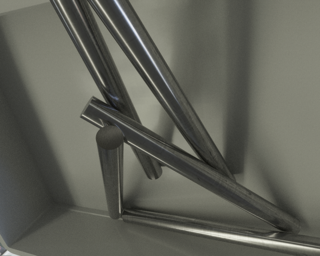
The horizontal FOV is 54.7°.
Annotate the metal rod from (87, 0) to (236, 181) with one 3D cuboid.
[{"bbox_3d":[0.021,-0.016,0.308,0.025,0.025,0.300,-5,141,30],"label":"metal rod"}]

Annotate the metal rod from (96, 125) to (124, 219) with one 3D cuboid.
[{"bbox_3d":[-0.062,0.078,0.413,0.025,0.025,0.299,30,153,9],"label":"metal rod"}]

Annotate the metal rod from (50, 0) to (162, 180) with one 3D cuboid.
[{"bbox_3d":[-0.040,-0.020,0.337,0.025,0.025,0.299,11,149,22],"label":"metal rod"}]

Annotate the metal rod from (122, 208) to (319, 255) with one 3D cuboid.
[{"bbox_3d":[0.065,0.144,0.443,0.300,0.025,0.025,-3,117,36],"label":"metal rod"}]

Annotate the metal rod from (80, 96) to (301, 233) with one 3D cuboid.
[{"bbox_3d":[0.050,0.053,0.351,0.301,0.025,0.025,31,132,-19],"label":"metal rod"}]
